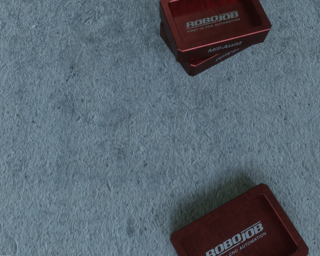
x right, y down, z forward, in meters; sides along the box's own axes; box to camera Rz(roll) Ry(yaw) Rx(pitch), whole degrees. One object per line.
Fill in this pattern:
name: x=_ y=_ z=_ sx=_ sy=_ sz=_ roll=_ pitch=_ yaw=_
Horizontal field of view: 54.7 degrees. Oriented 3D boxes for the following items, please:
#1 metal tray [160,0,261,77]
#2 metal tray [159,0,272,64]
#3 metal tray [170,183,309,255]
metal tray: x=0.077 y=-0.144 z=0.458 sx=0.131 sy=0.030 sz=0.090 roll=-29 pitch=73 yaw=-10
metal tray: x=0.073 y=-0.148 z=0.427 sx=0.131 sy=0.030 sz=0.090 roll=-16 pitch=71 yaw=-6
metal tray: x=0.088 y=0.134 z=0.356 sx=0.131 sy=0.030 sz=0.090 roll=-27 pitch=72 yaw=-10
